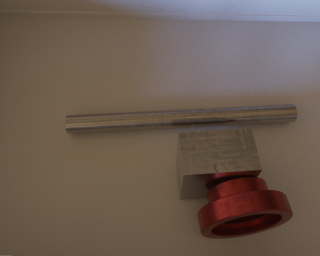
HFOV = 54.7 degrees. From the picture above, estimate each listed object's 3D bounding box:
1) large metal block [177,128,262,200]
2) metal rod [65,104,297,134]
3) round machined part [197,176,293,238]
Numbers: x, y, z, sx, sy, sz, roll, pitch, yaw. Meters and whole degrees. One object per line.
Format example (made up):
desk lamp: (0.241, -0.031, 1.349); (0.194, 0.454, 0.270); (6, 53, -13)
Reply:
large metal block: (0.063, 0.044, 0.361); (0.081, 0.080, 0.050); (-4, 59, -2)
metal rod: (0.029, -0.012, 0.414); (0.302, 0.025, 0.025); (-3, 70, -2)
round machined part: (0.089, 0.087, 0.342); (0.099, 0.098, 0.042); (-7, 57, -3)
